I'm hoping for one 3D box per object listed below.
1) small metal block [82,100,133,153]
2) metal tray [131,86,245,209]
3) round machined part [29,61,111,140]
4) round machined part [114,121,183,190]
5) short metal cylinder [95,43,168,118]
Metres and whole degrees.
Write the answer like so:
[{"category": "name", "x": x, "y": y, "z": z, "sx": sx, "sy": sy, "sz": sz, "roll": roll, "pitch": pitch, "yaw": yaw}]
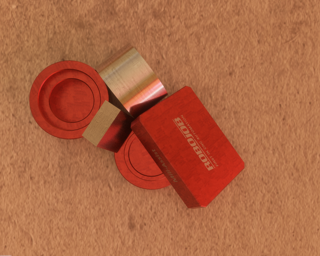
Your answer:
[{"category": "small metal block", "x": -0.060, "y": 0.000, "z": 0.380, "sx": 0.025, "sy": 0.050, "sz": 0.050, "roll": 33, "pitch": 90, "yaw": 24}, {"category": "metal tray", "x": 0.037, "y": 0.022, "z": 0.387, "sx": 0.091, "sy": 0.030, "sz": 0.130, "roll": -36, "pitch": 90, "yaw": -32}, {"category": "round machined part", "x": -0.111, "y": -0.035, "z": 0.401, "sx": 0.099, "sy": 0.042, "sz": 0.097, "roll": 0, "pitch": 90, "yaw": -1}, {"category": "round machined part", "x": -0.011, "y": 0.032, "z": 0.402, "sx": 0.099, "sy": 0.042, "sz": 0.097, "roll": 0, "pitch": 90, "yaw": -1}, {"category": "short metal cylinder", "x": -0.035, "y": -0.057, "z": 0.384, "sx": 0.050, "sy": 0.080, "sz": 0.080, "roll": -38, "pitch": 90, "yaw": 0}]
